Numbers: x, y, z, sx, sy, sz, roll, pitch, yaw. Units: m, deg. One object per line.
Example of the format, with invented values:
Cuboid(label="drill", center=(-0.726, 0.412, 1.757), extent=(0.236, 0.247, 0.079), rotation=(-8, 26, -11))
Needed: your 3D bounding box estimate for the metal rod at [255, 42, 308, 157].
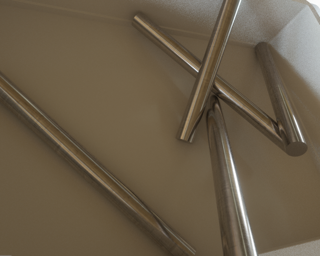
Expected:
Cuboid(label="metal rod", center=(0.183, -0.066, 0.493), extent=(0.025, 0.025, 0.300), rotation=(26, 37, -12))

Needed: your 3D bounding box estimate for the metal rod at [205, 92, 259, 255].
Cuboid(label="metal rod", center=(0.068, 0.026, 0.348), extent=(0.025, 0.025, 0.300), rotation=(28, 28, -11))

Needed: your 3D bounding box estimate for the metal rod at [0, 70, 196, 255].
Cuboid(label="metal rod", center=(-0.080, 0.039, 0.337), extent=(0.300, 0.025, 0.025), rotation=(42, 51, 1))

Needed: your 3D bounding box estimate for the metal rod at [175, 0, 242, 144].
Cuboid(label="metal rod", center=(0.082, -0.122, 0.436), extent=(0.025, 0.025, 0.299), rotation=(22, 82, -15))

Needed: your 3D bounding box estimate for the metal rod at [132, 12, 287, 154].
Cuboid(label="metal rod", center=(0.078, -0.068, 0.454), extent=(0.300, 0.025, 0.025), rotation=(41, 51, 7))
